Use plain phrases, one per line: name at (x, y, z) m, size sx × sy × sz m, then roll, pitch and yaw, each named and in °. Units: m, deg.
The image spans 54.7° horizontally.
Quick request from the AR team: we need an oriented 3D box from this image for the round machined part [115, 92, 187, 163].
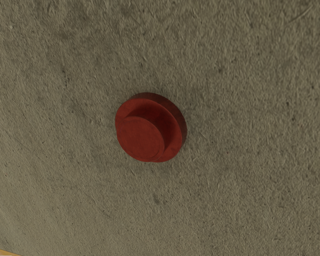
round machined part at (-0.018, 0.006, 0.408) m, size 0.098 × 0.042 × 0.097 m, roll 13°, pitch 124°, yaw 20°
